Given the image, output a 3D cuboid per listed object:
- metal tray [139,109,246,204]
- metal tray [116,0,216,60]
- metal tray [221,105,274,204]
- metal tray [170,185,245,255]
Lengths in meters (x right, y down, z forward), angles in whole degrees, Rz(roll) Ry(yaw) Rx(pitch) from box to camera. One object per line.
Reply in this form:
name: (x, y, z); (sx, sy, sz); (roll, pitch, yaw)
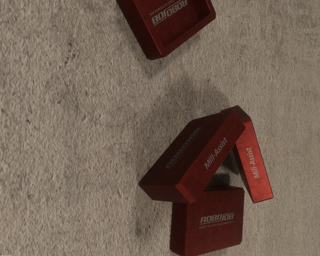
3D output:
metal tray: (0.041, 0.035, 0.396); (0.030, 0.090, 0.130); (51, 60, -15)
metal tray: (0.015, -0.161, 0.415); (0.131, 0.030, 0.090); (-44, 117, -31)
metal tray: (0.132, 0.037, 0.476); (0.090, 0.030, 0.129); (-80, 151, -74)
metal tray: (0.075, 0.136, 0.468); (0.131, 0.030, 0.089); (6, 86, -40)
